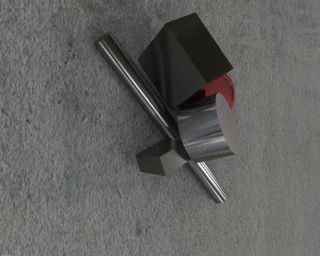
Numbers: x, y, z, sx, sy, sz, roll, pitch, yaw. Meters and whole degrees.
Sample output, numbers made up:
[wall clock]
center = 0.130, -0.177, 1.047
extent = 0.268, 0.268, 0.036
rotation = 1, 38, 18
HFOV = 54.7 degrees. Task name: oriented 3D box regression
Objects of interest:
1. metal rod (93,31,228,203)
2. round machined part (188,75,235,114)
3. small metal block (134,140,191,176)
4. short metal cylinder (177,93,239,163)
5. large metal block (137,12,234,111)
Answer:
[metal rod]
center = 0.015, 0.003, 0.421
extent = 0.025, 0.025, 0.300
rotation = -53, 121, -27
[round machined part]
center = 0.074, -0.049, 0.459
extent = 0.099, 0.042, 0.097
rotation = 0, 90, -40
[small metal block]
center = 0.005, 0.036, 0.397
extent = 0.050, 0.050, 0.025
rotation = -27, 107, -38
[short metal cylinder]
center = 0.063, 0.000, 0.397
extent = 0.080, 0.050, 0.080
rotation = 43, 39, -47
[large metal block]
center = 0.028, -0.079, 0.382
extent = 0.050, 0.080, 0.080
rotation = -33, 89, -34
